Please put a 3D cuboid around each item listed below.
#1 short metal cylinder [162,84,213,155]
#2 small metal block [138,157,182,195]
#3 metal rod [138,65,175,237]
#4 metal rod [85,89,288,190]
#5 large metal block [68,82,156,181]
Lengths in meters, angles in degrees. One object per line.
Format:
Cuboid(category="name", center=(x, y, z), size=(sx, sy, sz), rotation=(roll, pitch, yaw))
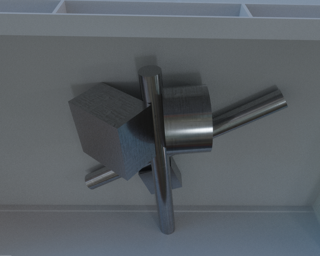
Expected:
Cuboid(category="short metal cylinder", center=(0.030, -0.010, 0.362), size=(0.050, 0.080, 0.079), rotation=(-4, 130, 1))
Cuboid(category="small metal block", center=(0.001, 0.070, 0.467), size=(0.050, 0.025, 0.050), rotation=(-17, 129, 13))
Cuboid(category="metal rod", center=(0.001, 0.055, 0.420), size=(0.025, 0.025, 0.298), rotation=(-4, 129, 3))
Cuboid(category="metal rod", center=(0.022, 0.023, 0.426), size=(0.300, 0.025, 0.025), rotation=(-25, 126, 19))
Cuboid(category="large metal block", center=(-0.054, 0.003, 0.367), size=(0.080, 0.050, 0.079), rotation=(27, 139, 31))
